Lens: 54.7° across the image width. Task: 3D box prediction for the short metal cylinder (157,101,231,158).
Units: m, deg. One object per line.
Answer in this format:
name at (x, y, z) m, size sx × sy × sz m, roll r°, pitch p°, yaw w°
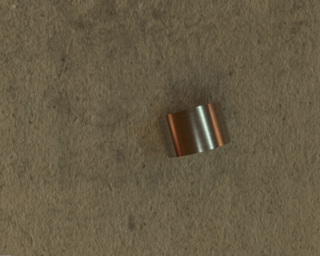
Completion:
short metal cylinder at (0.042, 0.002, 0.383) m, size 0.080 × 0.080 × 0.050 m, roll -15°, pitch 90°, yaw 0°
